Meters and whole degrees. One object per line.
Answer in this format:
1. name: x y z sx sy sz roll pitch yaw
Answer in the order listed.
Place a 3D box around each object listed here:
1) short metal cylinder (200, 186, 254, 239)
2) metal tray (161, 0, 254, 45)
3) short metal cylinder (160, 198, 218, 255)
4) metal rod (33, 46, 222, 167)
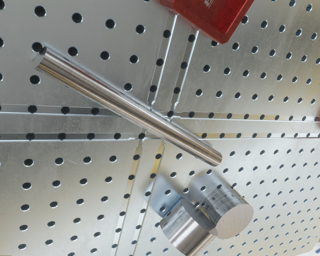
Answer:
1. short metal cylinder: 0.118 0.150 0.552 0.081 0.050 0.079 -14 124 -21
2. metal tray: 0.071 -0.171 0.340 0.091 0.030 0.129 22 107 -36
3. short metal cylinder: 0.047 0.161 0.500 0.050 0.080 0.080 -49 129 6
4. metal rod: -0.015 -0.010 0.396 0.301 0.025 0.025 30 102 -38
